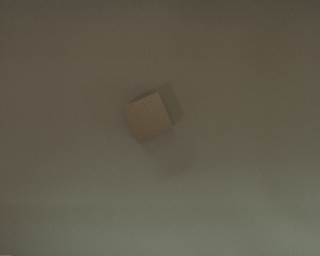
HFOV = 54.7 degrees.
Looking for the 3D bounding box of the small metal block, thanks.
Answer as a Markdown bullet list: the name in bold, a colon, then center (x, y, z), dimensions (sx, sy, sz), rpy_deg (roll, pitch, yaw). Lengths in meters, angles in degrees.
- **small metal block**: center (-0.016, -0.014, 0.408), dimensions (0.050, 0.025, 0.050), rpy_deg (-23, 90, -1)
